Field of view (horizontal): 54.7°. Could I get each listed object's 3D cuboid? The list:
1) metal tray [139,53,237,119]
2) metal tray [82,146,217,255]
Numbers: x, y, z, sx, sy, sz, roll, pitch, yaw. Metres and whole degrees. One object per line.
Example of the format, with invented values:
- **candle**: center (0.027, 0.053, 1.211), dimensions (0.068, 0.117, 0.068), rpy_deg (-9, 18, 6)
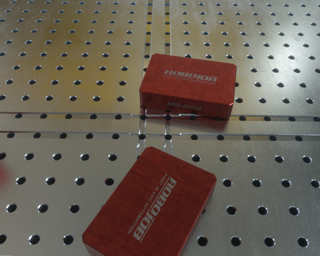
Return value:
- **metal tray**: center (0.043, -0.064, 0.459), dimensions (0.131, 0.030, 0.090), rpy_deg (9, 51, 7)
- **metal tray**: center (-0.006, 0.089, 0.330), dimensions (0.090, 0.030, 0.130), rpy_deg (23, 54, 18)
